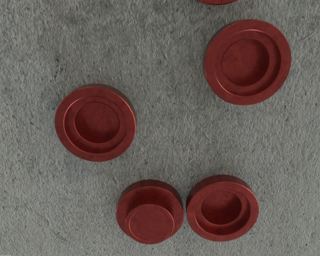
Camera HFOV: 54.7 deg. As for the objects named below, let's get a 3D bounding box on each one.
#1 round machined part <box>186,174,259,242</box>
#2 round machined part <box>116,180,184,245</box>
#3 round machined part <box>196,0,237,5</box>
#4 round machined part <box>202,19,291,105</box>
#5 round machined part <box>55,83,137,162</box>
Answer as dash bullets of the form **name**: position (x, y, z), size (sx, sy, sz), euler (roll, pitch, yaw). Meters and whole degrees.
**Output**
- **round machined part**: position (0.086, 0.109, 0.441), size (0.099, 0.042, 0.097), euler (0, 110, 0)
- **round machined part**: position (-0.014, 0.127, 0.447), size (0.099, 0.042, 0.097), euler (0, 110, 0)
- **round machined part**: position (0.065, -0.185, 0.333), size (0.099, 0.042, 0.097), euler (0, 110, 0)
- **round machined part**: position (0.100, -0.080, 0.372), size (0.099, 0.042, 0.097), euler (0, 110, 0)
- **round machined part**: position (-0.079, -0.009, 0.396), size (0.099, 0.042, 0.097), euler (0, 110, 0)
